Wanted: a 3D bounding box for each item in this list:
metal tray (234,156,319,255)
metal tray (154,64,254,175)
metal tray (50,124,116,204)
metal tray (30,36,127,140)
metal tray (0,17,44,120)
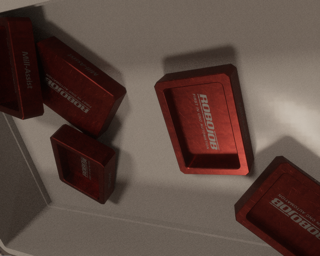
[{"bbox_3d":[0.165,0.106,0.360,0.130,0.030,0.090,36,104,3],"label":"metal tray"},{"bbox_3d":[0.055,-0.005,0.372,0.090,0.030,0.129,-4,117,29],"label":"metal tray"},{"bbox_3d":[-0.116,0.060,0.480,0.090,0.030,0.129,27,143,11],"label":"metal tray"},{"bbox_3d":[-0.121,-0.054,0.434,0.130,0.030,0.089,36,129,3],"label":"metal tray"},{"bbox_3d":[-0.204,-0.083,0.426,0.090,0.030,0.129,15,114,39],"label":"metal tray"}]
